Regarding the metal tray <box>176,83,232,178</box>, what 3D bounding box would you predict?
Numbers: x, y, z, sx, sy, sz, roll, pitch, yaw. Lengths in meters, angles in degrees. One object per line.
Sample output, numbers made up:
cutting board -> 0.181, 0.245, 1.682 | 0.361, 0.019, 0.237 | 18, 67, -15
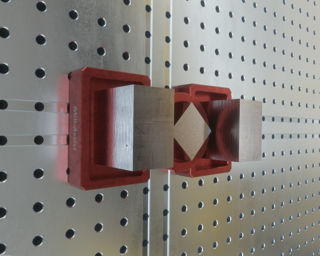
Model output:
metal tray -> 0.066, 0.003, 0.460 | 0.091, 0.030, 0.129 | 0, 90, -40

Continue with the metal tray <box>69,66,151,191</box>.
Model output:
metal tray -> -0.055, 0.001, 0.358 | 0.091, 0.030, 0.129 | 1, 89, -40

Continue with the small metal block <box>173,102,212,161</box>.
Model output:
small metal block -> 0.030, 0.004, 0.381 | 0.050, 0.025, 0.050 | 52, 60, -27

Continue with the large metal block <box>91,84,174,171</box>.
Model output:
large metal block -> -0.031, 0.000, 0.330 | 0.050, 0.080, 0.080 | 1, 90, -40

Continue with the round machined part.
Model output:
round machined part -> 0.015, 0.005, 0.399 | 0.099, 0.042, 0.097 | 0, 90, -40

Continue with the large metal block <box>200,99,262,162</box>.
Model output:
large metal block -> 0.093, 0.003, 0.433 | 0.050, 0.080, 0.080 | 2, 89, -40
